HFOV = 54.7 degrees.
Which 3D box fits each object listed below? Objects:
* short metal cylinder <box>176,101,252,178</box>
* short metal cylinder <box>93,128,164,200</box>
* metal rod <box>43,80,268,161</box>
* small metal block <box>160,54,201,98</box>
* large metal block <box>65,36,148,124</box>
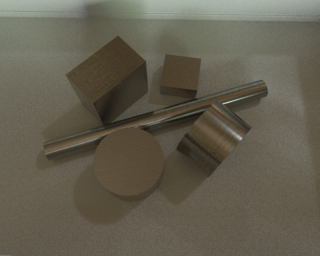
[{"bbox_3d":[0.065,0.014,0.375,0.050,0.080,0.080,41,75,13],"label":"short metal cylinder"},{"bbox_3d":[-0.036,0.045,0.377,0.081,0.050,0.080,0,70,0],"label":"short metal cylinder"},{"bbox_3d":[0.000,-0.013,0.413,0.302,0.025,0.025,-16,71,-7],"label":"metal rod"},{"bbox_3d":[0.029,-0.073,0.435,0.050,0.025,0.050,8,70,2],"label":"small metal block"},{"bbox_3d":[-0.063,-0.057,0.400,0.080,0.080,0.050,-42,76,-14],"label":"large metal block"}]
